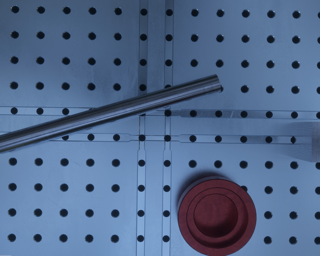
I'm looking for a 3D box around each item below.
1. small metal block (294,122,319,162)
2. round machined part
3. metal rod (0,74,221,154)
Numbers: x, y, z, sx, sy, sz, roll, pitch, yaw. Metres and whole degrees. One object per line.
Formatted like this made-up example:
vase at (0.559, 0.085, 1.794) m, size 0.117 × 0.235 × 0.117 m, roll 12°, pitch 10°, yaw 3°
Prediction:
small metal block at (0.198, 0.017, 0.404) m, size 0.025 × 0.050 × 0.050 m, roll 1°, pitch 90°, yaw 0°
round machined part at (0.071, 0.112, 0.406) m, size 0.099 × 0.042 × 0.097 m, roll 0°, pitch 90°, yaw -1°
metal rod at (-0.068, -0.019, 0.412) m, size 0.302 × 0.025 × 0.025 m, roll -16°, pitch 90°, yaw -1°
